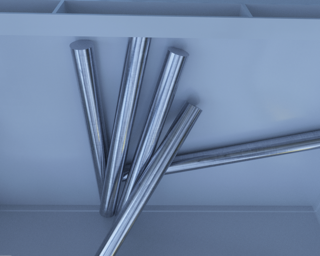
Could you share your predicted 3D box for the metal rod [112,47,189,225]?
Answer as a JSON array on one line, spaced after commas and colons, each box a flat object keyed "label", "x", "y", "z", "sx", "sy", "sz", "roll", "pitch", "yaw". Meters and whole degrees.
[{"label": "metal rod", "x": -0.022, "y": 0.037, "z": 0.415, "sx": 0.025, "sy": 0.025, "sz": 0.298, "roll": 13, "pitch": 122, "yaw": -11}]

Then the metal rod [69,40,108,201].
[{"label": "metal rod", "x": -0.085, "y": 0.024, "z": 0.428, "sx": 0.025, "sy": 0.025, "sz": 0.298, "roll": 0, "pitch": 130, "yaw": -1}]

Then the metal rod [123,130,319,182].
[{"label": "metal rod", "x": 0.087, "y": 0.041, "z": 0.445, "sx": 0.301, "sy": 0.025, "sz": 0.025, "roll": -11, "pitch": 130, "yaw": 8}]

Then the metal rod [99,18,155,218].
[{"label": "metal rod", "x": -0.050, "y": 0.011, "z": 0.400, "sx": 0.025, "sy": 0.025, "sz": 0.298, "roll": 9, "pitch": 124, "yaw": -8}]

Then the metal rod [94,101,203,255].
[{"label": "metal rod", "x": -0.031, "y": 0.099, "z": 0.414, "sx": 0.025, "sy": 0.025, "sz": 0.299, "roll": 26, "pitch": 100, "yaw": -21}]
